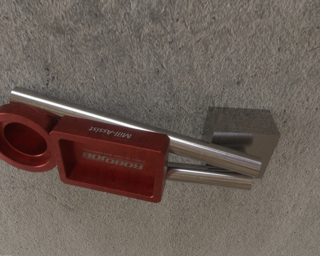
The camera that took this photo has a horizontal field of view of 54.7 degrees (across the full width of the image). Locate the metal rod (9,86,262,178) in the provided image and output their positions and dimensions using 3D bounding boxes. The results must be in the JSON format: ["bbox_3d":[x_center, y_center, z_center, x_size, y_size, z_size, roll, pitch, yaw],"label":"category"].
[{"bbox_3d":[-0.030,0.004,0.369,0.302,0.025,0.025,16,129,2],"label":"metal rod"}]

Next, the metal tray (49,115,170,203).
[{"bbox_3d":[-0.057,0.039,0.370,0.131,0.030,0.089,10,131,7],"label":"metal tray"}]

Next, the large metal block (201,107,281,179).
[{"bbox_3d":[0.100,0.020,0.409,0.081,0.050,0.079,3,130,-3],"label":"large metal block"}]

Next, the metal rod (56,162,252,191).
[{"bbox_3d":[-0.035,0.052,0.410,0.301,0.025,0.025,5,131,11],"label":"metal rod"}]

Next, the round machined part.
[{"bbox_3d":[-0.166,0.008,0.395,0.099,0.042,0.097,6,130,8],"label":"round machined part"}]
